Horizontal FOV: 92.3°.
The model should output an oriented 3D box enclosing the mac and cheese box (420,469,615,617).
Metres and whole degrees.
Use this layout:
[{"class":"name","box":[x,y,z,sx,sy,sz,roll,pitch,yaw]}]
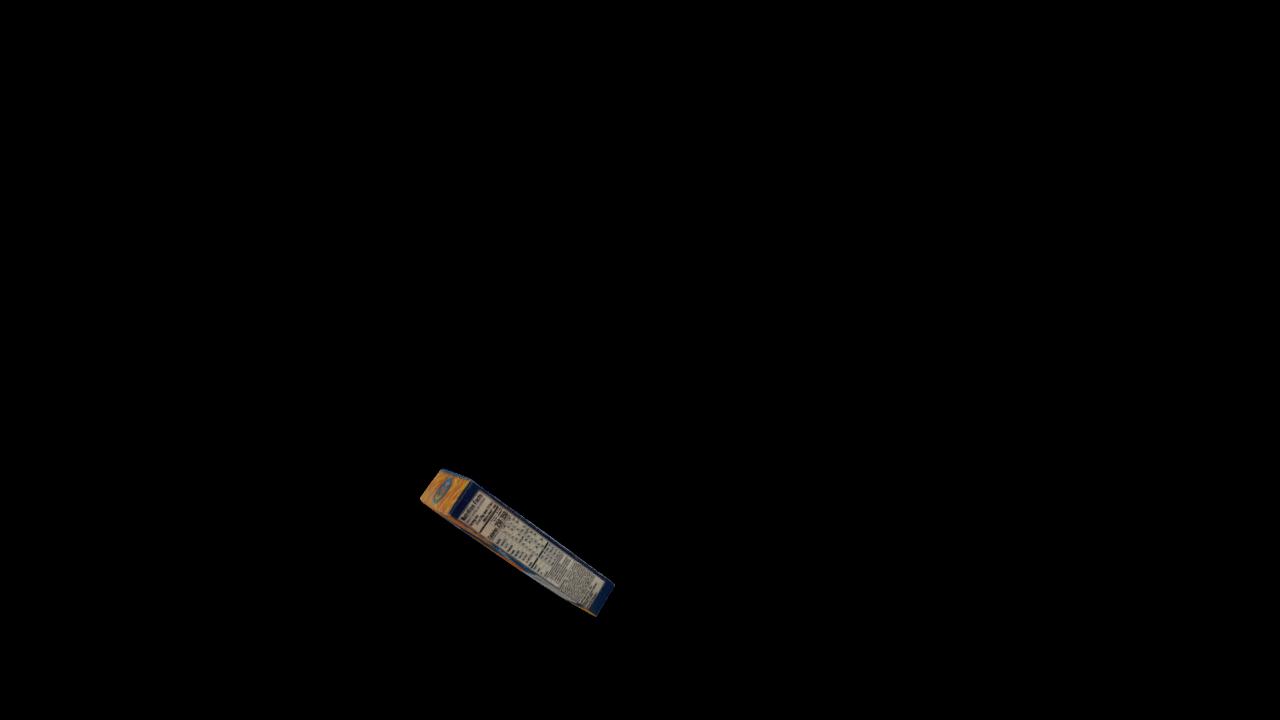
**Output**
[{"class":"mac and cheese box","box":[-0.116,0.174,0.587,0.184,0.041,0.093,44,-23,-24]}]
